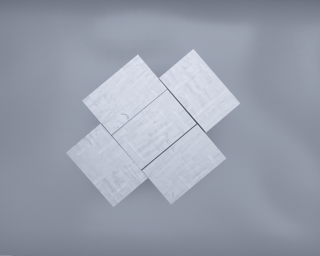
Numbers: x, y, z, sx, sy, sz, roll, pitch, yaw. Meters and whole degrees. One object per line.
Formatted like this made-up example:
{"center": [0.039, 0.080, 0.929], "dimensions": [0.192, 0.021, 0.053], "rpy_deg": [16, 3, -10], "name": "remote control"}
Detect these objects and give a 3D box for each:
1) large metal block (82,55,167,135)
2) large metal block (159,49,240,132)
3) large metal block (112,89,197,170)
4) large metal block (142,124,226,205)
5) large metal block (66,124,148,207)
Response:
{"center": [-0.039, -0.037, 0.382], "dimensions": [0.080, 0.080, 0.050], "rpy_deg": [-40, 90, 0], "name": "large metal block"}
{"center": [0.044, -0.042, 0.384], "dimensions": [0.050, 0.080, 0.080], "rpy_deg": [-41, 91, 0], "name": "large metal block"}
{"center": [-0.006, 0.001, 0.383], "dimensions": [0.080, 0.080, 0.050], "rpy_deg": [-40, 90, 0], "name": "large metal block"}
{"center": [0.027, 0.040, 0.384], "dimensions": [0.080, 0.080, 0.050], "rpy_deg": [-40, 90, 0], "name": "large metal block"}
{"center": [-0.059, 0.041, 0.382], "dimensions": [0.050, 0.080, 0.080], "rpy_deg": [-41, 91, 0], "name": "large metal block"}
